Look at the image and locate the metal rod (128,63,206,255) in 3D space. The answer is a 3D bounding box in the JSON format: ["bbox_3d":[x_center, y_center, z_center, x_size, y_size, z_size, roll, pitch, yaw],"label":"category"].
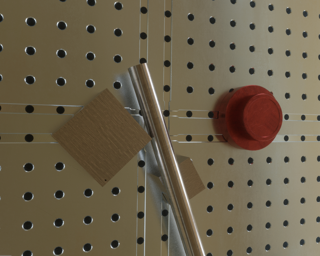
[{"bbox_3d":[0.016,0.066,0.393,0.025,0.025,0.298,-19,97,-19],"label":"metal rod"}]

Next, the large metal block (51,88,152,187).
[{"bbox_3d":[-0.071,0.011,0.374,0.080,0.050,0.080,-44,104,-15],"label":"large metal block"}]

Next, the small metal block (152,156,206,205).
[{"bbox_3d":[0.026,0.073,0.424,0.050,0.025,0.050,-31,101,-18],"label":"small metal block"}]

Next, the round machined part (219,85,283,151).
[{"bbox_3d":[0.140,-0.015,0.457,0.099,0.042,0.097,0,90,-21],"label":"round machined part"}]
